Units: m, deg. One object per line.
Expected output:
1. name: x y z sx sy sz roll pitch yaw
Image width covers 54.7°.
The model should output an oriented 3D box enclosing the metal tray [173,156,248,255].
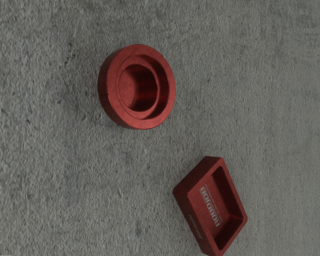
1. metal tray: 0.081 0.119 0.471 0.091 0.030 0.129 -39 114 -33

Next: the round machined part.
1. round machined part: -0.031 -0.047 0.369 0.099 0.042 0.097 0 90 -40
